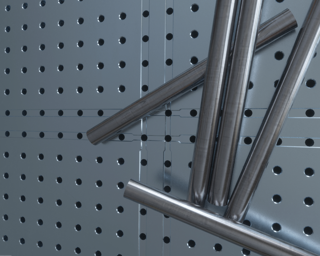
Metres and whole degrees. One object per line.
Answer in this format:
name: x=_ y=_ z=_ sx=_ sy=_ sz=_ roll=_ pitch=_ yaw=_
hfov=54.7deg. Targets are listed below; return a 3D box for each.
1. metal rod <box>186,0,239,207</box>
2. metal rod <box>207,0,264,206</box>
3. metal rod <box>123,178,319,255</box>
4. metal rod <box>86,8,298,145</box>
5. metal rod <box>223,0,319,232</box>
metal rod: x=0.062 y=-0.037 z=0.369 sx=0.025 sy=0.025 sz=0.298 roll=11 pitch=102 yaw=19
metal rod: x=0.091 y=-0.053 z=0.359 sx=0.025 sy=0.025 sz=0.298 roll=11 pitch=102 yaw=19
metal rod: x=0.100 y=0.125 z=0.352 sx=0.301 sy=0.025 sz=0.025 roll=21 pitch=97 yaw=9
metal rod: x=0.028 y=-0.057 z=0.402 sx=0.300 sy=0.025 sz=0.025 roll=-30 pitch=81 yaw=17
metal rod: x=0.137 y=-0.016 z=0.364 sx=0.025 sy=0.025 sz=0.298 roll=23 pitch=97 yaw=18
